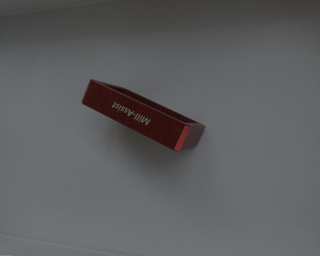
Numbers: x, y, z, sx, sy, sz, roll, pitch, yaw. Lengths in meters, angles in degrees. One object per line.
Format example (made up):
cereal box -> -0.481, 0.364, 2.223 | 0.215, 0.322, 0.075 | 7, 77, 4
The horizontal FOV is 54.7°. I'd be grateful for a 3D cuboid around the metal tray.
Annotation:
metal tray -> -0.017, -0.016, 0.377 | 0.130, 0.090, 0.030 | 26, 99, 17
